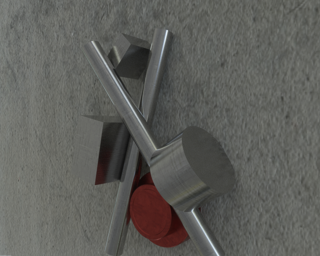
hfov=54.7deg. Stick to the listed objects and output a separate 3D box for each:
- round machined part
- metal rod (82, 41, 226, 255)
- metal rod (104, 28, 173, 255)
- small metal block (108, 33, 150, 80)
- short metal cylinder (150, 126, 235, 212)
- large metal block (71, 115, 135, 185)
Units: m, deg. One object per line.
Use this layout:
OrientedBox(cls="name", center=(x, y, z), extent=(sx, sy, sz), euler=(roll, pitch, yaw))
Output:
OrientedBox(cls="round machined part", center=(0.000, 0.103, 0.395), extent=(0.098, 0.042, 0.097), euler=(0, 90, 39))
OrientedBox(cls="metal rod", center=(-0.015, 0.019, 0.372), extent=(0.025, 0.025, 0.299), euler=(-39, 75, 33))
OrientedBox(cls="metal rod", center=(-0.029, 0.020, 0.408), extent=(0.025, 0.025, 0.298), euler=(15, 93, 38))
OrientedBox(cls="small metal block", center=(-0.041, -0.096, 0.421), extent=(0.050, 0.050, 0.025), euler=(-52, 60, 27))
OrientedBox(cls="short metal cylinder", center=(0.036, 0.045, 0.340), extent=(0.050, 0.081, 0.080), euler=(-39, 67, 33))
OrientedBox(cls="large metal block", center=(-0.068, 0.027, 0.424), extent=(0.050, 0.081, 0.079), euler=(15, 100, 39))
